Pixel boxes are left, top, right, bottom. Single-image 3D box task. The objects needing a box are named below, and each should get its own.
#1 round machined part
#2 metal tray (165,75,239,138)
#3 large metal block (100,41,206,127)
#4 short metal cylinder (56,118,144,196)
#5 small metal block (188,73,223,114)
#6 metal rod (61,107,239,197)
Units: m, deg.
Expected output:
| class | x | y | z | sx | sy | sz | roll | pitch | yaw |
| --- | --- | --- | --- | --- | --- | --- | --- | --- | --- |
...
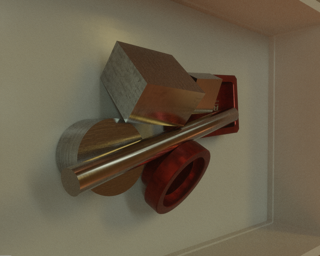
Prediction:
| class | x | y | z | sx | sy | sz | roll | pitch | yaw |
| --- | --- | --- | --- | --- | --- | --- | --- | --- | --- |
| round machined part | 0.015 | 0.056 | 0.388 | 0.099 | 0.042 | 0.097 | -38 | 149 | -27 |
| metal tray | 0.064 | -0.033 | 0.456 | 0.131 | 0.030 | 0.089 | -6 | 94 | -40 |
| large metal block | -0.010 | -0.049 | 0.352 | 0.081 | 0.080 | 0.050 | 4 | 130 | -39 |
| short metal cylinder | -0.063 | 0.030 | 0.336 | 0.081 | 0.050 | 0.079 | 0 | 90 | -40 |
| small metal block | 0.053 | -0.048 | 0.423 | 0.050 | 0.025 | 0.050 | -6 | 120 | -40 |
| metal rod | 0.019 | 0.012 | 0.369 | 0.302 | 0.025 | 0.025 | -20 | 103 | -49 |
